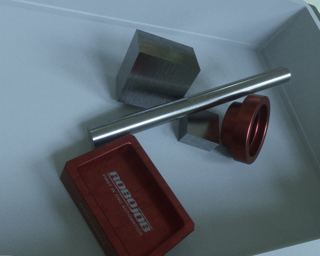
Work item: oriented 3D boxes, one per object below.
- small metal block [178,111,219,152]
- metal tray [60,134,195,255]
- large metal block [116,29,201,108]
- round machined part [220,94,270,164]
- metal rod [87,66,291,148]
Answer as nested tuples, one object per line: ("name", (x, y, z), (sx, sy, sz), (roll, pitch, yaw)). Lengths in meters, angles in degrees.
("small metal block", (0.055, 0.000, 0.437), (0.050, 0.025, 0.050), (19, 54, -18))
("metal tray", (-0.034, 0.079, 0.333), (0.091, 0.030, 0.130), (-26, 74, -37))
("large metal block", (-0.006, -0.071, 0.406), (0.081, 0.079, 0.050), (12, 44, -22))
("round machined part", (0.119, -0.001, 0.439), (0.042, 0.097, 0.098), (15, 43, 31))
("metal rod", (0.053, -0.035, 0.412), (0.302, 0.025, 0.025), (-19, 72, -21))
